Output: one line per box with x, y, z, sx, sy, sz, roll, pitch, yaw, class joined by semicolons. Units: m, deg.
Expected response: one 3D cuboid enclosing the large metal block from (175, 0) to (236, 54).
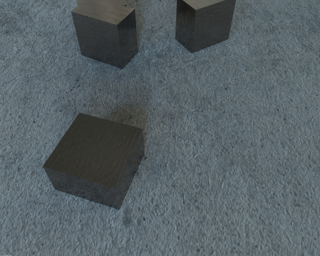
0.075;-0.184;0.523;0.081;0.080;0.050;-25;55;-20;large metal block

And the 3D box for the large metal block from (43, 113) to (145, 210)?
-0.071;0.036;0.356;0.080;0.050;0.080;14;51;12;large metal block

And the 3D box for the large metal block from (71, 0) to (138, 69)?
-0.085;-0.151;0.494;0.080;0.080;0.050;21;53;17;large metal block

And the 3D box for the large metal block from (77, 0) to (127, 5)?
-0.107;-0.217;0.568;0.081;0.050;0.080;-13;51;-11;large metal block
